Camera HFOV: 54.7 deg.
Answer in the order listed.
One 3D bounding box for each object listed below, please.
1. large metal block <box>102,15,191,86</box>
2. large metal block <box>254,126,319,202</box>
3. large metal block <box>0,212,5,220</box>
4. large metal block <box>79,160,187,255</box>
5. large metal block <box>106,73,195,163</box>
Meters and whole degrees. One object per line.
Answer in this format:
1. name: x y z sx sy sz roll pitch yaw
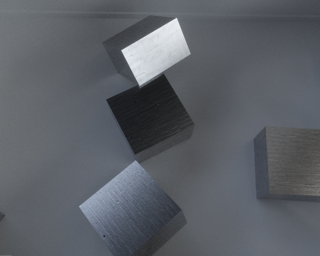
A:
1. large metal block: -0.020 -0.107 0.414 0.080 0.050 0.080 -34 32 -12
2. large metal block: 0.165 0.046 0.382 0.081 0.050 0.080 3 70 1
3. large metal block: -0.238 0.095 0.343 0.080 0.080 0.050 29 73 10
4. large metal block: -0.029 0.098 0.349 0.080 0.050 0.080 -39 58 -13
5. large metal block: -0.012 -0.011 0.400 0.080 0.050 0.080 -26 72 -10
